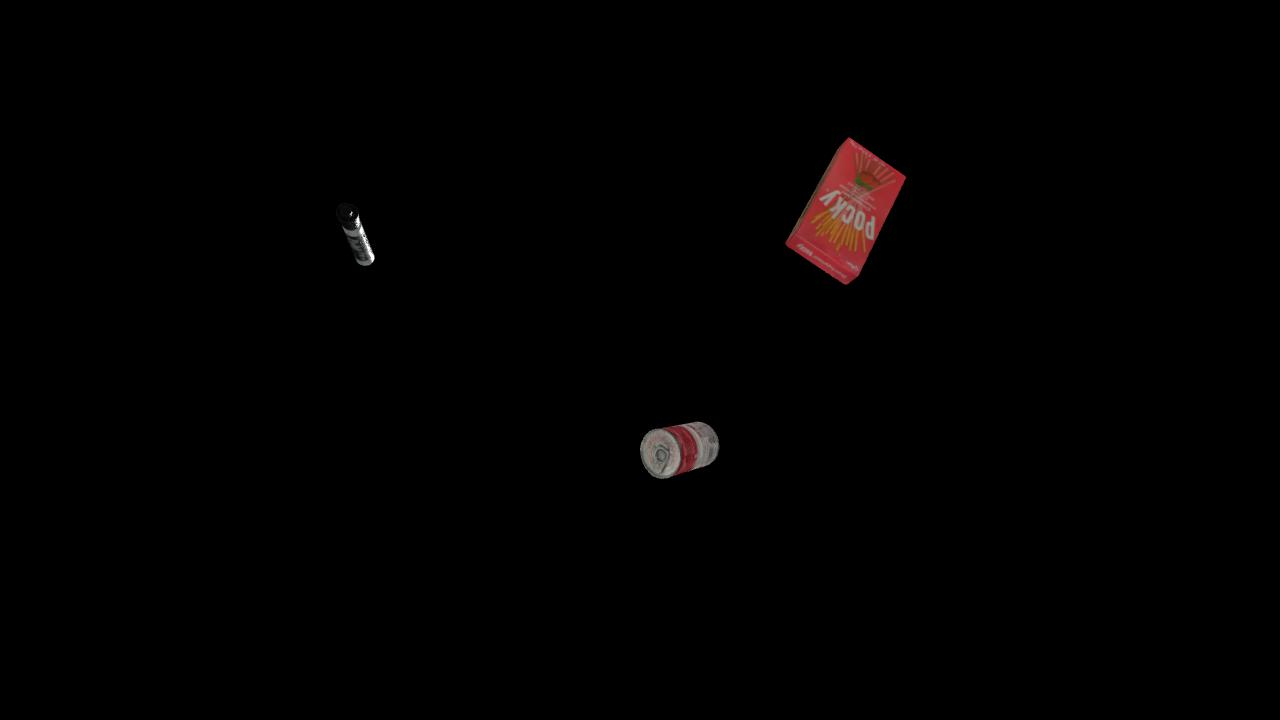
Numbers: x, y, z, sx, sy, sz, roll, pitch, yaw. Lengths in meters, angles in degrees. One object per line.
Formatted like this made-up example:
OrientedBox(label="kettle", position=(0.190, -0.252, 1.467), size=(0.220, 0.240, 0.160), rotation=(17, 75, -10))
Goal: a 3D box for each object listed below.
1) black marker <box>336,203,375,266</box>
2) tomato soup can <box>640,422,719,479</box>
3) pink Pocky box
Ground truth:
OrientedBox(label="black marker", position=(-0.278, -0.121, 0.602), size=(0.020, 0.020, 0.121), rotation=(0, -11, -16))
OrientedBox(label="tomato soup can", position=(0.057, 0.123, 0.857), size=(0.068, 0.068, 0.101), rotation=(0, 2, 38))
OrientedBox(label="pink Pocky box", position=(0.232, -0.168, 0.687), size=(0.084, 0.155, 0.029), rotation=(33, -19, -3))
